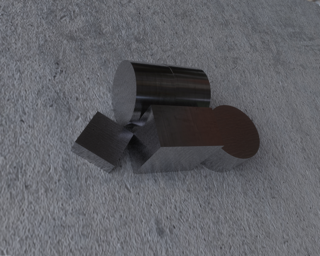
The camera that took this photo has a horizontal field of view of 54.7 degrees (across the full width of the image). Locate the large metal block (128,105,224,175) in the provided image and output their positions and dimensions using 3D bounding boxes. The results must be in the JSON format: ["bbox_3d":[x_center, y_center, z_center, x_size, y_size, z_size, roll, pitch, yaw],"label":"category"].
[{"bbox_3d":[0.014,0.016,0.369,0.081,0.080,0.050,1,62,-28],"label":"large metal block"}]

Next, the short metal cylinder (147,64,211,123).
[{"bbox_3d":[0.022,-0.042,0.408,0.050,0.080,0.080,1,62,-28],"label":"short metal cylinder"}]

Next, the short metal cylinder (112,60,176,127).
[{"bbox_3d":[-0.022,-0.041,0.384,0.050,0.080,0.080,1,62,-28],"label":"short metal cylinder"}]

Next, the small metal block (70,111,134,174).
[{"bbox_3d":[-0.066,0.017,0.360,0.050,0.025,0.050,33,51,-7],"label":"small metal block"}]

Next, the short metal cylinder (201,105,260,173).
[{"bbox_3d":[0.088,0.015,0.427,0.081,0.050,0.080,14,56,-21],"label":"short metal cylinder"}]
